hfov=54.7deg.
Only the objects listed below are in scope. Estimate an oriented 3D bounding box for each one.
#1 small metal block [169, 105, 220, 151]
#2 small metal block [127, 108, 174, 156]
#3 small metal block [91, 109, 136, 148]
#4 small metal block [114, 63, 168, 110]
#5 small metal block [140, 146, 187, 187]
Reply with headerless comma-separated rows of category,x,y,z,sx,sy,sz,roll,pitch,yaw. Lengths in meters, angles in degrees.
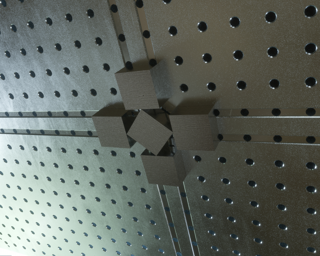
small metal block,0.044,0.000,0.387,0.050,0.025,0.050,0,119,28
small metal block,-0.009,0.001,0.415,0.050,0.025,0.050,36,129,3
small metal block,-0.063,0.000,0.443,0.050,0.025,0.050,1,119,27
small metal block,-0.023,-0.051,0.390,0.050,0.025,0.050,-1,118,28
small metal block,0.006,0.054,0.440,0.050,0.025,0.050,0,119,27
